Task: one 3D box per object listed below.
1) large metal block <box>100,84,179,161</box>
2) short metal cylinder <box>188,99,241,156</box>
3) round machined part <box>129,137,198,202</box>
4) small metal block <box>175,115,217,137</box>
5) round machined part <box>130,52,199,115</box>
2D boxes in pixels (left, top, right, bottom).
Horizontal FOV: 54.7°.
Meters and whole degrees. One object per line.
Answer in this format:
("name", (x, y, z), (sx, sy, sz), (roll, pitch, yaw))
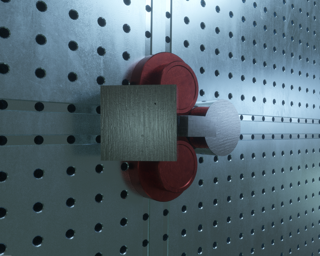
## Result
("large metal block", (-0.020, -0.006, 0.349), (0.050, 0.080, 0.080), (-6, 96, -85))
("short metal cylinder", (0.073, -0.001, 0.452), (0.081, 0.050, 0.080), (0, 90, -40))
("round machined part", (0.011, 0.048, 0.408), (0.099, 0.042, 0.097), (0, 90, -40))
("small metal block", (0.036, -0.002, 0.394), (0.050, 0.050, 0.025), (2, 89, -40))
("round machined part", (0.013, -0.052, 0.409), (0.099, 0.042, 0.097), (0, 90, -40))
